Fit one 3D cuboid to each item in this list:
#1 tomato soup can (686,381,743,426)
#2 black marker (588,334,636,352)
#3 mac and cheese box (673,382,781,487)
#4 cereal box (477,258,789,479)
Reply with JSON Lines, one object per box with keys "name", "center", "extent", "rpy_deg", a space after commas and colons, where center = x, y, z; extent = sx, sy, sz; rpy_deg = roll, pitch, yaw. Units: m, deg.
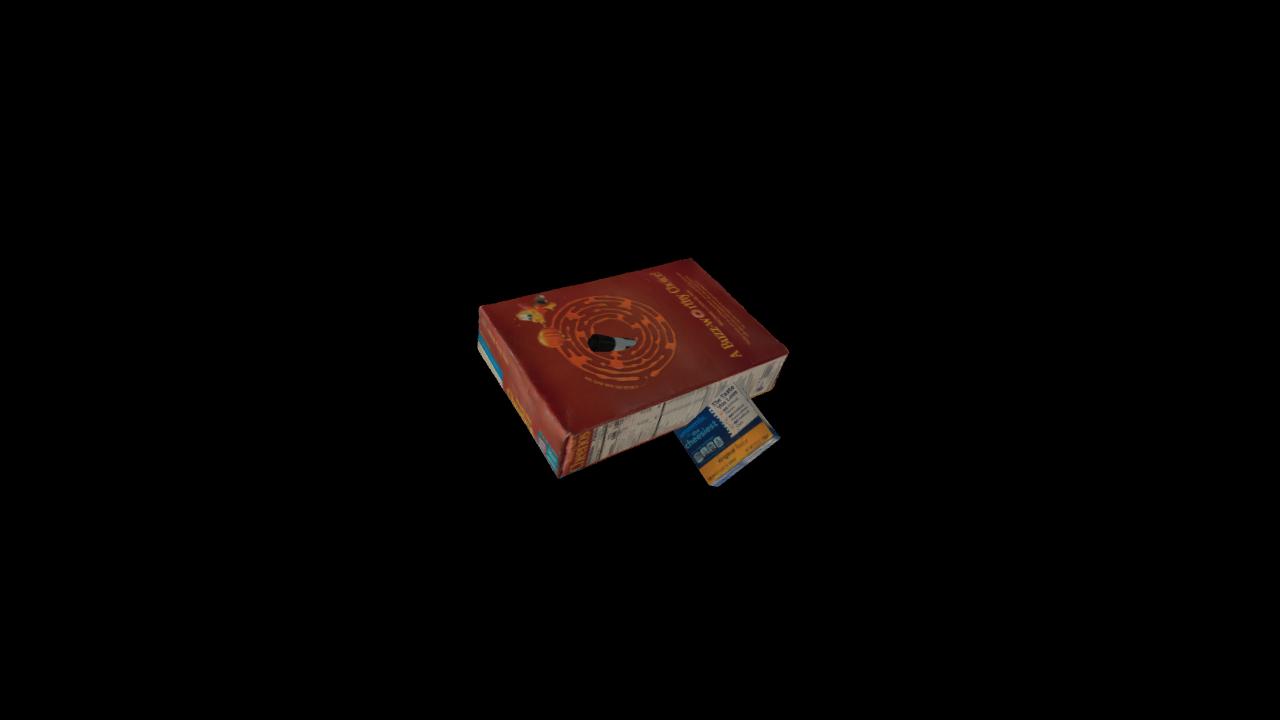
{"name": "tomato soup can", "center": [-0.035, 0.027, 0.718], "extent": [0.068, 0.101, 0.068], "rpy_deg": [5, 23, -2]}
{"name": "black marker", "center": [-0.006, -0.014, 0.672], "extent": [0.121, 0.020, 0.020], "rpy_deg": [5, -3, -41]}
{"name": "mac and cheese box", "center": [0.069, 0.043, 0.709], "extent": [0.093, 0.184, 0.041], "rpy_deg": [-41, -26, 13]}
{"name": "cereal box", "center": [-0.007, -0.009, 0.713], "extent": [0.306, 0.081, 0.203], "rpy_deg": [-19, 52, -31]}
